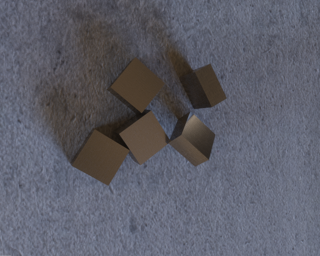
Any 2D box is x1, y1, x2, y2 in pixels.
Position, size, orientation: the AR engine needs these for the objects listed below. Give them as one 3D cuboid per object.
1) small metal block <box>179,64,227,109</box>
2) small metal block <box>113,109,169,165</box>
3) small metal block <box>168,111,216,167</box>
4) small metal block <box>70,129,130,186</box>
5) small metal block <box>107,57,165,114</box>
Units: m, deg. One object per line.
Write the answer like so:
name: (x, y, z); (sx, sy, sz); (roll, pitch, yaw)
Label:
small metal block: (0.057, -0.054, 0.418); (0.025, 0.050, 0.050); (-31, 101, -18)
small metal block: (-0.023, 0.011, 0.398); (0.050, 0.025, 0.050); (-38, 111, -16)
small metal block: (0.044, 0.014, 0.414); (0.050, 0.025, 0.050); (42, 41, -16)
small metal block: (-0.074, 0.036, 0.382); (0.050, 0.025, 0.050); (34, 79, -17)
small metal block: (-0.031, -0.053, 0.398); (0.050, 0.025, 0.050); (40, 77, -16)
